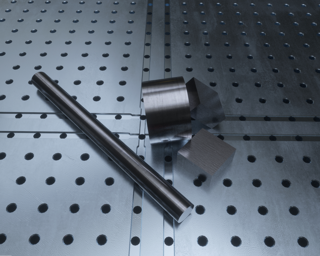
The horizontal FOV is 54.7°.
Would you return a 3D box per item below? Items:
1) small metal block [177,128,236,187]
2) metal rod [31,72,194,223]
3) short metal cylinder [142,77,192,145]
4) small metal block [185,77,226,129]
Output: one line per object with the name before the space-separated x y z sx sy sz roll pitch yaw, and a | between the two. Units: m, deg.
small metal block | 0.056 0.035 0.379 0.050 0.025 0.050 34 58 25
metal rod | -0.077 0.009 0.398 0.025 0.025 0.300 -37 59 -27
short metal cylinder | 0.008 -0.022 0.388 0.050 0.080 0.080 -8 51 -1
small metal block | 0.058 -0.034 0.420 0.050 0.025 0.050 26 40 -34
